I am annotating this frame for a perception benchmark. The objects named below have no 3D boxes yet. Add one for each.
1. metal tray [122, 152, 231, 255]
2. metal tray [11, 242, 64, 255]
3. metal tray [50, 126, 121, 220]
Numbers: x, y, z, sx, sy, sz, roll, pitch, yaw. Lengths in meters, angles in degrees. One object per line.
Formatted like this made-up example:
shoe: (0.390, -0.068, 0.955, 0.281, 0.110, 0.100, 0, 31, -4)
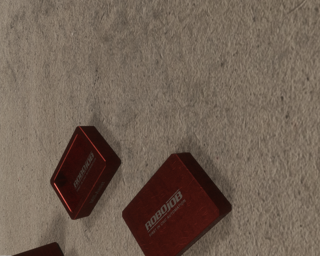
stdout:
metal tray: (0.015, 0.104, 0.388, 0.129, 0.030, 0.090, -52, 60, 27)
metal tray: (-0.243, 0.267, 0.558, 0.030, 0.091, 0.129, 49, 119, 28)
metal tray: (-0.125, 0.072, 0.501, 0.090, 0.030, 0.129, 47, 117, 29)
